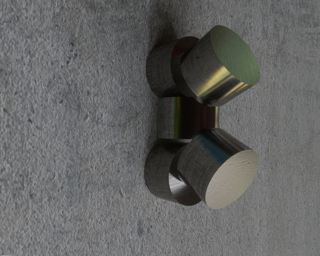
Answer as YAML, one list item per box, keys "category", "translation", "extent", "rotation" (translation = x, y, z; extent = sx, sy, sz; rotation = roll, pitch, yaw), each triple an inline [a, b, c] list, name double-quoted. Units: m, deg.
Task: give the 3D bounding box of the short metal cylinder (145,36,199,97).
- category: "short metal cylinder"
  translation: [0.027, -0.077, 0.413]
  extent: [0.081, 0.050, 0.080]
  rotation: [0, 90, -40]

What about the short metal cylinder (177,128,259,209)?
- category: "short metal cylinder"
  translation: [0.068, 0.046, 0.360]
  extent: [0.081, 0.050, 0.079]
  rotation: [-21, 129, -27]

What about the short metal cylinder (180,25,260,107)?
- category: "short metal cylinder"
  translation: [0.071, -0.072, 0.365]
  extent: [0.080, 0.050, 0.080]
  rotation: [21, 52, -30]

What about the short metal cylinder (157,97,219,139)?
- category: "short metal cylinder"
  translation: [0.036, -0.011, 0.401]
  extent: [0.081, 0.080, 0.050]
  rotation: [2, 89, -40]

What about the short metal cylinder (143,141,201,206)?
- category: "short metal cylinder"
  translation: [0.025, 0.058, 0.411]
  extent: [0.081, 0.050, 0.080]
  rotation: [0, 90, -40]
